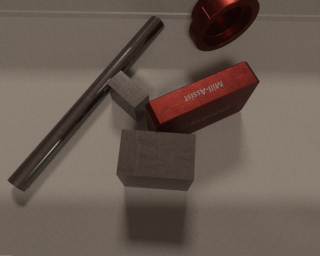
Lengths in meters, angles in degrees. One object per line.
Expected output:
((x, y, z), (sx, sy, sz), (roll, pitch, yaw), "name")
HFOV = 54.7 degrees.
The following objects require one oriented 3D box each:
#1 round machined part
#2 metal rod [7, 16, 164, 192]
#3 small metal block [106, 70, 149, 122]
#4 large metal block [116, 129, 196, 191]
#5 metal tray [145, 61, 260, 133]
((0.083, -0.155, 0.429), (0.099, 0.098, 0.042), (-25, 72, -9), "round machined part")
((-0.091, -0.044, 0.424), (0.025, 0.025, 0.300), (34, 73, 11), "metal rod")
((-0.041, -0.041, 0.411), (0.050, 0.050, 0.025), (42, 75, 13), "small metal block")
((-0.003, 0.041, 0.365), (0.081, 0.080, 0.050), (4, 70, 1), "large metal block")
((0.049, -0.026, 0.385), (0.131, 0.090, 0.030), (-24, 72, -9), "metal tray")
